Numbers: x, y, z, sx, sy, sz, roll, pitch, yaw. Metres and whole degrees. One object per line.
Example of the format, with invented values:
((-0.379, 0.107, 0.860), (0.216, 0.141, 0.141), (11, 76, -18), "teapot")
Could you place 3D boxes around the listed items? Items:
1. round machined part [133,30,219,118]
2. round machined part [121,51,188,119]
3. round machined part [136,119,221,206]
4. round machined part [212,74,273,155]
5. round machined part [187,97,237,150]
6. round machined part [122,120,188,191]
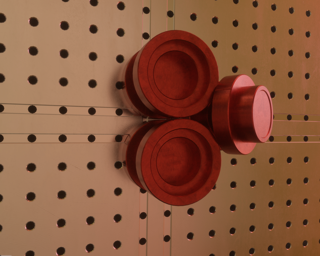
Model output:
((0.015, -0.060, 0.364), (0.099, 0.042, 0.097), (0, 90, -20), "round machined part")
((0.002, -0.060, 0.405), (0.099, 0.042, 0.097), (0, 90, -20), "round machined part")
((0.019, 0.038, 0.365), (0.099, 0.042, 0.097), (0, 90, -20), "round machined part")
((0.105, -0.016, 0.374), (0.099, 0.042, 0.097), (1, 89, -52), "round machined part")
((0.087, -0.017, 0.435), (0.099, 0.042, 0.097), (0, 90, -20), "round machined part")
((0.003, 0.038, 0.405), (0.099, 0.042, 0.097), (0, 90, -20), "round machined part")
